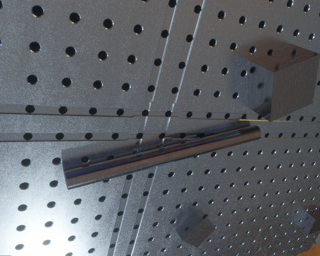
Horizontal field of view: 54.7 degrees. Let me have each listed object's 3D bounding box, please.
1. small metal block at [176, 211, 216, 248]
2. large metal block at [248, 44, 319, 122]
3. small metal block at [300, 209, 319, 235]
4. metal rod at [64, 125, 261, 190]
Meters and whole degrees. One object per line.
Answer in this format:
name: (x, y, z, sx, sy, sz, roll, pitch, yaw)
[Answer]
small metal block: (0.066, 0.185, 0.564, 0.050, 0.025, 0.050, -47, 130, 4)
large metal block: (0.179, -0.067, 0.454, 0.081, 0.050, 0.080, -22, 127, -16)
small metal block: (0.385, 0.233, 0.771, 0.050, 0.025, 0.050, -5, 121, -26)
metal rod: (0.019, 0.036, 0.445, 0.303, 0.025, 0.025, -12, 124, -22)
